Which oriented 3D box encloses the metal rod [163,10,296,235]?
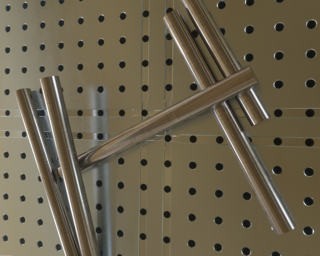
[{"bbox_3d":[0.081,-0.014,0.383,0.025,0.025,0.299,-29,81,17],"label":"metal rod"}]

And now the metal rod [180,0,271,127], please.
[{"bbox_3d":[0.053,-0.139,0.393,0.025,0.025,0.299,-30,81,17],"label":"metal rod"}]

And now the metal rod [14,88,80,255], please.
[{"bbox_3d":[-0.165,0.082,0.468,0.025,0.025,0.299,-22,83,18],"label":"metal rod"}]

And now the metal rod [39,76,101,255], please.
[{"bbox_3d":[-0.118,0.079,0.426,0.025,0.025,0.298,-9,97,19],"label":"metal rod"}]

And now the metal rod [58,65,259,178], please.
[{"bbox_3d":[-0.019,0.003,0.401,0.300,0.025,0.025,-27,82,24],"label":"metal rod"}]
